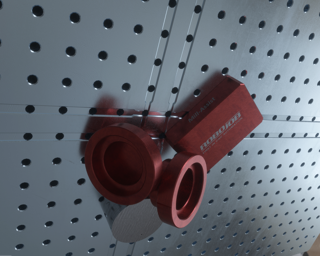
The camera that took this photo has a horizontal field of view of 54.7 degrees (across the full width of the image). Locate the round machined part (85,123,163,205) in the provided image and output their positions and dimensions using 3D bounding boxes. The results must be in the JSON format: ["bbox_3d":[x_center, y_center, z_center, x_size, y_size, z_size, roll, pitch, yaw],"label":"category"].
[{"bbox_3d":[-0.041,0.041,0.381,0.042,0.098,0.097,-26,139,-61],"label":"round machined part"}]

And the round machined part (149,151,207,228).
[{"bbox_3d":[0.022,0.078,0.411,0.099,0.042,0.097,-27,123,-52],"label":"round machined part"}]

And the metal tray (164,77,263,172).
[{"bbox_3d":[0.081,0.000,0.454,0.130,0.030,0.090,-43,130,1],"label":"metal tray"}]

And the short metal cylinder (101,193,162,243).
[{"bbox_3d":[-0.039,0.118,0.448,0.081,0.050,0.079,-14,125,-21],"label":"short metal cylinder"}]
